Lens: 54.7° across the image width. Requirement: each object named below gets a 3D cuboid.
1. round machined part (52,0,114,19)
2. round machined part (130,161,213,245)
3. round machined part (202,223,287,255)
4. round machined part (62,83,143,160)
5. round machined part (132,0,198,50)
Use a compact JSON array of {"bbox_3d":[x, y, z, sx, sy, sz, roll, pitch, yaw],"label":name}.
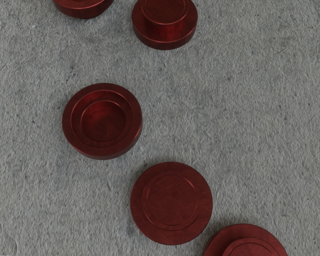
[{"bbox_3d":[-0.116,-0.207,0.474,0.099,0.042,0.098,0,70,0],"label":"round machined part"},{"bbox_3d":[0.014,0.087,0.367,0.099,0.042,0.098,0,70,0],"label":"round machined part"},{"bbox_3d":[0.097,0.157,0.342,0.099,0.042,0.098,0,70,0],"label":"round machined part"},{"bbox_3d":[-0.071,-0.006,0.401,0.099,0.042,0.098,0,70,0],"label":"round machined part"},{"bbox_3d":[0.007,-0.169,0.461,0.099,0.042,0.098,0,70,0],"label":"round machined part"}]
